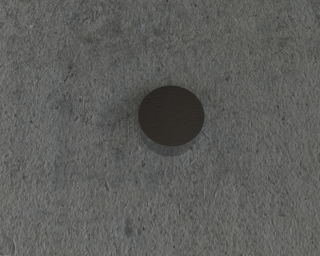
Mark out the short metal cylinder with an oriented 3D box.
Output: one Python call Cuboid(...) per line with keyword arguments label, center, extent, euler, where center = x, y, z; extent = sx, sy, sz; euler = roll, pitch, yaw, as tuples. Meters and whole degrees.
Cuboid(label="short metal cylinder", center=(0.014, -0.008, 0.399), extent=(0.081, 0.050, 0.080), euler=(0, 70, 0))
